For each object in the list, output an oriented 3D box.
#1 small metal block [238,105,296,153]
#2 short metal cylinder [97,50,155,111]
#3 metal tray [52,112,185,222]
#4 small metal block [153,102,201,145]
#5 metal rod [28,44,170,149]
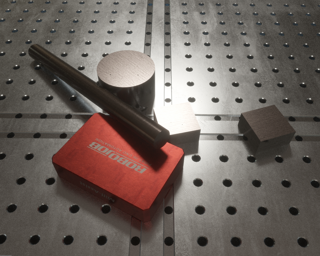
[{"bbox_3d":[0.140,0.000,0.409,0.050,0.025,0.050,-14,52,-12],"label":"small metal block"},{"bbox_3d":[-0.047,-0.068,0.448,0.081,0.050,0.080,0,50,0],"label":"short metal cylinder"},{"bbox_3d":[-0.048,0.041,0.369,0.130,0.030,0.090,23,54,18],"label":"metal tray"},{"bbox_3d":[0.021,-0.005,0.412,0.050,0.025,0.050,-10,51,-9],"label":"small metal block"},{"bbox_3d":[-0.102,-0.057,0.429,0.025,0.025,0.300,-37,52,-27],"label":"metal rod"}]
